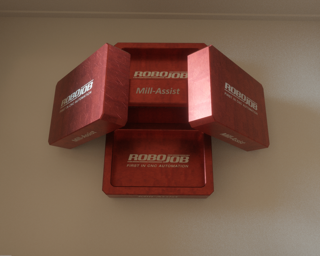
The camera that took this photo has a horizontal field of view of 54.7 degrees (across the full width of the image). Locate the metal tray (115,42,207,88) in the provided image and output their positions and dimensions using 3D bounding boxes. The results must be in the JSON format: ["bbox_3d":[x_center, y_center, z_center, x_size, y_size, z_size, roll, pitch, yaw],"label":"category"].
[{"bbox_3d":[0.002,-0.073,0.431,0.131,0.030,0.090,0,70,-1],"label":"metal tray"}]

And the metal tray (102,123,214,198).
[{"bbox_3d":[-0.002,0.041,0.388,0.131,0.030,0.090,1,70,-1],"label":"metal tray"}]

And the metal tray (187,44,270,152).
[{"bbox_3d":[0.085,-0.030,0.370,0.030,0.131,0.090,-17,64,40],"label":"metal tray"}]

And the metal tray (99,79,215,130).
[{"bbox_3d":[-0.003,-0.026,0.383,0.131,0.090,0.030,1,70,-1],"label":"metal tray"}]

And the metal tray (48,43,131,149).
[{"bbox_3d":[-0.087,-0.032,0.370,0.030,0.130,0.090,18,64,-39],"label":"metal tray"}]
